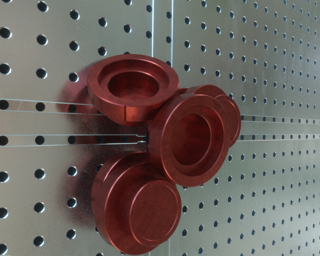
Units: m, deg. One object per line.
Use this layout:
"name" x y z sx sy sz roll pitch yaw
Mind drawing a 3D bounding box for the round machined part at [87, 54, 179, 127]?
"round machined part" -0.030 -0.039 0.347 0.099 0.098 0.042 -34 147 -35

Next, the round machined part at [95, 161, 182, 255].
"round machined part" -0.015 0.085 0.329 0.099 0.042 0.097 0 90 -40

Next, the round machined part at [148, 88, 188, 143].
"round machined part" 0.036 -0.003 0.400 0.099 0.042 0.097 0 90 -40

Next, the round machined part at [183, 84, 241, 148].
"round machined part" 0.066 -0.007 0.397 0.099 0.042 0.097 1 89 -40

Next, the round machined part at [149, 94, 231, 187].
"round machined part" 0.028 0.011 0.337 0.099 0.042 0.097 -8 103 -36

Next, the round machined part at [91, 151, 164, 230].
"round machined part" -0.024 0.076 0.350 0.099 0.042 0.097 0 90 -40
